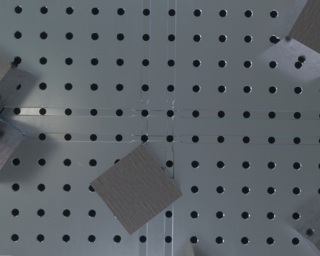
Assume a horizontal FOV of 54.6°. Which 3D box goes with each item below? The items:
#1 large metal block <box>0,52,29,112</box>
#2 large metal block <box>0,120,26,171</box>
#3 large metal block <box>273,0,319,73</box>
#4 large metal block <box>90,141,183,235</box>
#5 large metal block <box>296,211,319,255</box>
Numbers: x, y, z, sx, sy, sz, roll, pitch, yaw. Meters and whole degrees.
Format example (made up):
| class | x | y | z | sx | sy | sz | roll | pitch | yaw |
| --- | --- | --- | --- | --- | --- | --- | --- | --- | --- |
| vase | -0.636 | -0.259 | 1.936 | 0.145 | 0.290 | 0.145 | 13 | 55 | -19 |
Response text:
| class | x | y | z | sx | sy | sz | roll | pitch | yaw |
| --- | --- | --- | --- | --- | --- | --- | --- | --- | --- |
| large metal block | -0.235 | -0.067 | 0.399 | 0.080 | 0.050 | 0.080 | 36 | 90 | 0 |
| large metal block | -0.217 | 0.036 | 0.379 | 0.050 | 0.080 | 0.080 | 35 | 90 | -18 |
| large metal block | 0.210 | -0.127 | 0.402 | 0.080 | 0.050 | 0.080 | 30 | 90 | 0 |
| large metal block | -0.029 | 0.074 | 0.401 | 0.080 | 0.050 | 0.080 | -38 | 90 | 0 |
| large metal block | 0.244 | 0.146 | 0.402 | 0.080 | 0.050 | 0.080 | -40 | 90 | 0 |
